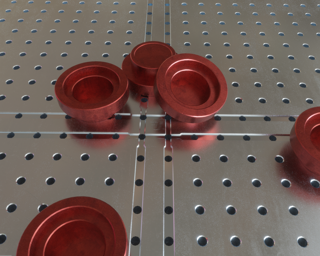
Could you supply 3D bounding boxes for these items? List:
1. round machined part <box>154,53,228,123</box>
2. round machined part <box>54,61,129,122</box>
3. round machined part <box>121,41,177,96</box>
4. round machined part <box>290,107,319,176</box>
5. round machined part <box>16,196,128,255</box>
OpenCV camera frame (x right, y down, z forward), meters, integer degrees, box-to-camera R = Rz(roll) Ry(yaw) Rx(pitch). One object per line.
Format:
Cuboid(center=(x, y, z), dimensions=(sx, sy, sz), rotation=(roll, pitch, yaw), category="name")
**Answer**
Cuboid(center=(0.039, -0.051, 0.427), dimensions=(0.099, 0.042, 0.098), rotation=(5, 66, -11), category="round machined part")
Cuboid(center=(-0.093, -0.047, 0.435), dimensions=(0.099, 0.042, 0.098), rotation=(0, 50, 0), category="round machined part")
Cuboid(center=(-0.010, -0.098, 0.479), dimensions=(0.099, 0.042, 0.098), rotation=(0, 50, 0), category="round machined part")
Cuboid(center=(0.210, 0.022, 0.381), dimensions=(0.099, 0.042, 0.098), rotation=(0, 50, 0), category="round machined part")
Cuboid(center=(-0.079, 0.119, 0.295), dimensions=(0.099, 0.042, 0.098), rotation=(1, 50, 0), category="round machined part")
